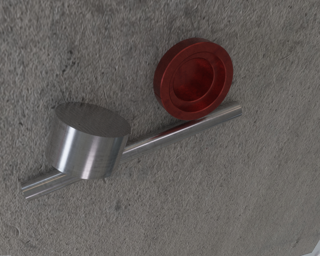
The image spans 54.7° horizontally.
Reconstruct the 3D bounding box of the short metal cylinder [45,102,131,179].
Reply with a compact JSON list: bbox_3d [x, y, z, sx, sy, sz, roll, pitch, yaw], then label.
[{"bbox_3d":[-0.078,0.012,0.336,0.081,0.080,0.050,8,115,-32],"label":"short metal cylinder"}]

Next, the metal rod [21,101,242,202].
[{"bbox_3d":[-0.024,0.024,0.408,0.302,0.025,0.025,-21,127,-16],"label":"metal rod"}]

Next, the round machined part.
[{"bbox_3d":[0.036,-0.062,0.378,0.099,0.042,0.097,-14,124,-21],"label":"round machined part"}]
